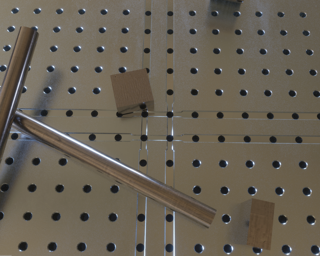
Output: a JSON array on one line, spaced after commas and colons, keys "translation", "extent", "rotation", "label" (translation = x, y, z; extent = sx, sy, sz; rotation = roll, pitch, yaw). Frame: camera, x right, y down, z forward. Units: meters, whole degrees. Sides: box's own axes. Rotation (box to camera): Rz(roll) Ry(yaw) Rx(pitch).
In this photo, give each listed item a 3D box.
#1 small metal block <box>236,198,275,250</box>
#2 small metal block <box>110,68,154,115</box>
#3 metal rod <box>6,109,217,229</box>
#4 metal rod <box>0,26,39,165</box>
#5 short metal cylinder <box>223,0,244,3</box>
[{"translation": [0.109, 0.112, 0.358], "extent": [0.025, 0.050, 0.050], "rotation": [12, 71, 4], "label": "small metal block"}, {"translation": [-0.038, -0.051, 0.430], "extent": [0.050, 0.025, 0.050], "rotation": [-12, 71, -5], "label": "small metal block"}, {"translation": [-0.072, 0.046, 0.394], "extent": [0.301, 0.025, 0.025], "rotation": [25, 72, 9], "label": "metal rod"}, {"translation": [-0.203, 0.015, 0.382], "extent": [0.025, 0.025, 0.299], "rotation": [11, 78, 4], "label": "metal rod"}, {"translation": [0.111, -0.235, 0.469], "extent": [0.050, 0.080, 0.080], "rotation": [13, 71, 5], "label": "short metal cylinder"}]
